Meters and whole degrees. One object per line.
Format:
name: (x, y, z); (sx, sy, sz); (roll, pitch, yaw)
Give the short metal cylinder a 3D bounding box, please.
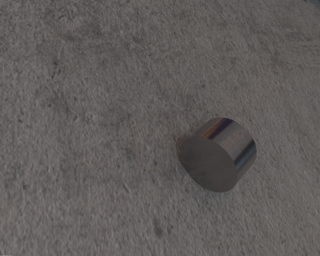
short metal cylinder: (0.073, 0.033, 0.389); (0.080, 0.080, 0.050); (49, 51, 6)
